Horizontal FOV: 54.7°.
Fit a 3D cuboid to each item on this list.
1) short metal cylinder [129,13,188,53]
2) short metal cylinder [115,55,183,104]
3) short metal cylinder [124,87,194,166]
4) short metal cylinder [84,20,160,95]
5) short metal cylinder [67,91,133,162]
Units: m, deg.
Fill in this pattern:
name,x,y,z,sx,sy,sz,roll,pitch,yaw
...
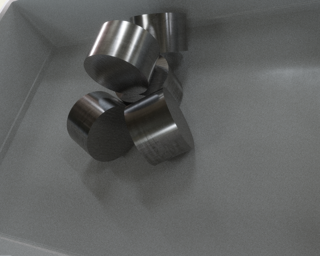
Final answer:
name,x,y,z,sx,sy,sz,roll,pitch,yaw
short metal cylinder,-0.001,-0.133,0.443,0.080,0.080,0.050,4,106,30
short metal cylinder,-0.015,-0.056,0.429,0.080,0.050,0.080,-13,56,21
short metal cylinder,0.001,-0.002,0.369,0.050,0.080,0.080,-26,53,13
short metal cylinder,-0.045,-0.083,0.379,0.080,0.080,0.050,3,64,30
short metal cylinder,-0.074,-0.002,0.408,0.050,0.080,0.080,33,80,38
